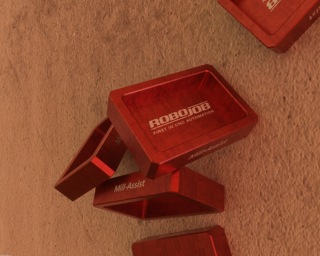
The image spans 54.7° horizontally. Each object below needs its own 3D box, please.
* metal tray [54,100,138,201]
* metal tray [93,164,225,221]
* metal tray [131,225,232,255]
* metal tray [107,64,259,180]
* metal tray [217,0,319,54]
[{"bbox_3d":[-0.075,0.025,0.407,0.030,0.130,0.090,44,126,-17],"label":"metal tray"},{"bbox_3d":[-0.003,0.080,0.362,0.130,0.090,0.030,-19,54,38],"label":"metal tray"},{"bbox_3d":[0.028,0.176,0.379,0.130,0.030,0.090,-25,75,37],"label":"metal tray"},{"bbox_3d":[0.024,-0.013,0.317,0.090,0.131,0.030,55,149,26],"label":"metal tray"},{"bbox_3d":[0.128,-0.150,0.295,0.129,0.030,0.090,-50,61,28],"label":"metal tray"}]
